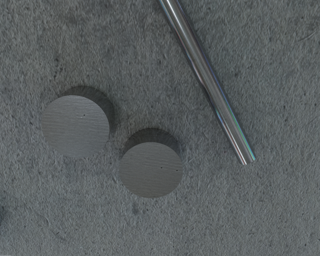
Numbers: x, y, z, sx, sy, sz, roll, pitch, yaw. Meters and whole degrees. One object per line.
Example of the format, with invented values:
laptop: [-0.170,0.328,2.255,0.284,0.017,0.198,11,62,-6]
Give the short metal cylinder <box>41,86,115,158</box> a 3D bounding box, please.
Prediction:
short metal cylinder: [-0.101,-0.009,0.392,0.081,0.050,0.079,0,110,0]

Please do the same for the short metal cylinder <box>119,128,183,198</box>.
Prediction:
short metal cylinder: [-0.011,0.046,0.413,0.081,0.050,0.079,0,110,0]

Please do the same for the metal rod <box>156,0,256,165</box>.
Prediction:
metal rod: [0.049,-0.080,0.380,0.025,0.025,0.299,-27,108,9]
